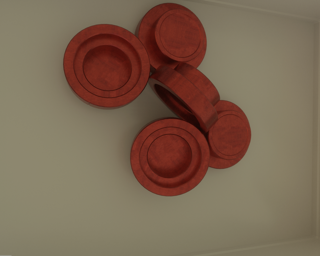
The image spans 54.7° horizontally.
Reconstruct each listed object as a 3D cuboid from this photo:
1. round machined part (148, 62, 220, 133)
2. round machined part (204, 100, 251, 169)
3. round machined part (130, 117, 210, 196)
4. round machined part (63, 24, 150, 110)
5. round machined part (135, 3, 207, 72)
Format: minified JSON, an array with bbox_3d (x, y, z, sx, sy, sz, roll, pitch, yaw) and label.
[{"bbox_3d":[0.035,-0.042,0.382,0.098,0.098,0.042,45,83,-15],"label":"round machined part"},{"bbox_3d":[0.088,0.009,0.435,0.099,0.042,0.097,0,90,-21],"label":"round machined part"},{"bbox_3d":[0.011,0.034,0.398,0.099,0.042,0.097,-1,96,-6],"label":"round machined part"},{"bbox_3d":[-0.064,-0.070,0.374,0.099,0.042,0.097,1,85,-14],"label":"round machined part"},{"bbox_3d":[0.019,-0.117,0.409,0.099,0.042,0.097,0,90,-20],"label":"round machined part"}]
